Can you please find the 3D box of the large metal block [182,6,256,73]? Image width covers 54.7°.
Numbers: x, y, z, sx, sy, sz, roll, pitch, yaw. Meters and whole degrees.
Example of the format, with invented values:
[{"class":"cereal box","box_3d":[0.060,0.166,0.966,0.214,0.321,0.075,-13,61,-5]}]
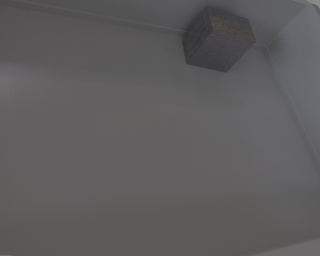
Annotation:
[{"class":"large metal block","box_3d":[0.094,-0.141,0.507,0.081,0.080,0.050,6,59,-25]}]
